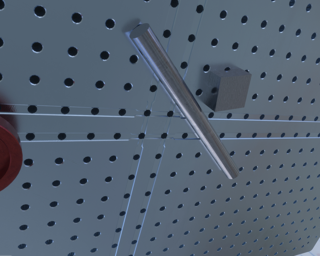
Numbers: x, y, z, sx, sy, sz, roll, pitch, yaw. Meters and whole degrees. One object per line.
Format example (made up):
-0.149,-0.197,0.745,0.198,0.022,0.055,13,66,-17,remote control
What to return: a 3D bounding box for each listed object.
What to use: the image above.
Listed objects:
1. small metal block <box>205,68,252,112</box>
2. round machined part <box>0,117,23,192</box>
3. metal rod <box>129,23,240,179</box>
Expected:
0.094,-0.053,0.430,0.050,0.025,0.050,-10,123,-24,small metal block
-0.192,0.023,0.309,0.099,0.042,0.097,-14,124,-21,round machined part
0.050,-0.015,0.429,0.025,0.025,0.300,-40,130,-1,metal rod
